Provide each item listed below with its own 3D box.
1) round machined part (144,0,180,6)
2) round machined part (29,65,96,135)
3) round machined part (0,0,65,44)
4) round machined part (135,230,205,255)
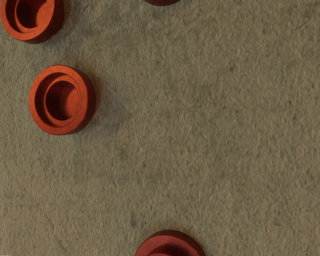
[{"bbox_3d":[0.001,-0.214,0.399,0.098,0.042,0.097,0,90,19],"label":"round machined part"},{"bbox_3d":[-0.134,-0.039,0.446,0.098,0.042,0.097,0,90,19],"label":"round machined part"},{"bbox_3d":[-0.184,-0.174,0.463,0.098,0.042,0.097,0,90,19],"label":"round machined part"},{"bbox_3d":[0.010,0.186,0.396,0.098,0.042,0.097,0,90,19],"label":"round machined part"}]
